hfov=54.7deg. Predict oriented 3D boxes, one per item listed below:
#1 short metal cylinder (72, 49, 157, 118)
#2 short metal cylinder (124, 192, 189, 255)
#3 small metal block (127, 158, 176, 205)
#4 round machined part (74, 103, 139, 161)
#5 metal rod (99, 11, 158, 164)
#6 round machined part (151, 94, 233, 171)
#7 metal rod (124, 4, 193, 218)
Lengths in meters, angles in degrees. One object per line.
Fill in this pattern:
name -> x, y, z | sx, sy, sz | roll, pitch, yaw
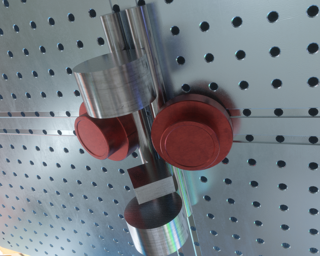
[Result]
short metal cylinder -> -0.048, -0.051, 0.341 | 0.080, 0.080, 0.050 | 1, 119, 28
short metal cylinder -> -0.004, 0.129, 0.430 | 0.080, 0.080, 0.050 | 1, 119, 28
small metal block -> -0.013, 0.070, 0.415 | 0.050, 0.050, 0.025 | -17, 116, -10
round machined part -> -0.080, 0.005, 0.430 | 0.098, 0.042, 0.097 | 24, 132, 30
metal rod -> -0.026, -0.002, 0.423 | 0.025, 0.025, 0.298 | 1, 119, 28
round machined part -> 0.037, 0.012, 0.371 | 0.098, 0.042, 0.097 | 4, 118, 9
metal rod -> 0.005, -0.003, 0.406 | 0.025, 0.025, 0.298 | 1, 119, 28
